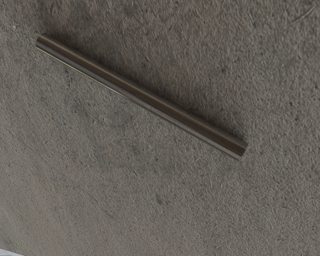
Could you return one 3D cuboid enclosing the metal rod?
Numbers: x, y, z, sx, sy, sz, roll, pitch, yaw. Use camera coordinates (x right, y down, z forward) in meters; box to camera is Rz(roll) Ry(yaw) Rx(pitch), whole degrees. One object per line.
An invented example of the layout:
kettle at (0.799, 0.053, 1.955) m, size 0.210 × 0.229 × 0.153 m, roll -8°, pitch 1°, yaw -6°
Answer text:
metal rod at (-0.030, -0.044, 0.395) m, size 0.301 × 0.025 × 0.025 m, roll 29°, pitch 128°, yaw 9°
